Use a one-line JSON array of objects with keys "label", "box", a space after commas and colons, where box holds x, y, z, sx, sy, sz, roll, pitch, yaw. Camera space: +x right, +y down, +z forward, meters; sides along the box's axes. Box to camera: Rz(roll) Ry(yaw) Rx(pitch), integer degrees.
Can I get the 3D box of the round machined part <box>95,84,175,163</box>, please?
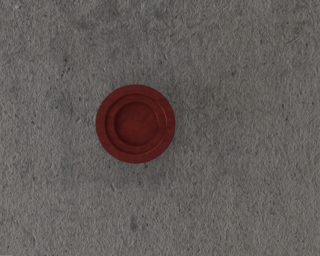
[{"label": "round machined part", "box": [-0.030, -0.005, 0.401, 0.099, 0.042, 0.097, 0, 90, 0]}]
